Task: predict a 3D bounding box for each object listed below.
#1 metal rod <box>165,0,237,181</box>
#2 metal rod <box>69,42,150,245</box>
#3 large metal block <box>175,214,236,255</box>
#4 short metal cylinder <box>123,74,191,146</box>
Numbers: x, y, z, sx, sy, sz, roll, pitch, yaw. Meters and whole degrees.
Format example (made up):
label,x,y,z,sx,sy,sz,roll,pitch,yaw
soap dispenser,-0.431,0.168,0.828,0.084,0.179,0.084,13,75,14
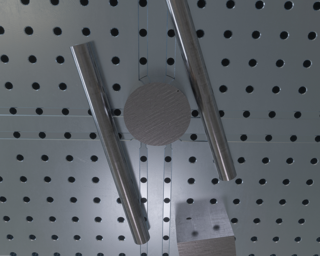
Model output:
label,x,y,z,sx,sy,sz,roll,pitch,yaw
metal rod,0.048,-0.064,0.390,0.025,0.025,0.298,-18,109,6
metal rod,-0.062,0.035,0.425,0.025,0.025,0.298,-13,110,4
large metal block,0.070,0.183,0.468,0.080,0.050,0.079,-9,110,3
short metal cylinder,-0.003,-0.024,0.391,0.081,0.050,0.079,0,110,0
